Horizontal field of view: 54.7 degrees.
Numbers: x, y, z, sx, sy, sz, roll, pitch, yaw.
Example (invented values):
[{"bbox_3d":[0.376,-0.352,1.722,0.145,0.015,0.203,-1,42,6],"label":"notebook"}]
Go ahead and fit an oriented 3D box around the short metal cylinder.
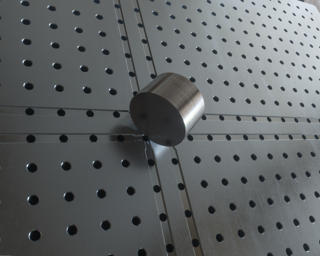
[{"bbox_3d":[0.009,-0.023,0.392,0.080,0.080,0.050,42,51,0],"label":"short metal cylinder"}]
